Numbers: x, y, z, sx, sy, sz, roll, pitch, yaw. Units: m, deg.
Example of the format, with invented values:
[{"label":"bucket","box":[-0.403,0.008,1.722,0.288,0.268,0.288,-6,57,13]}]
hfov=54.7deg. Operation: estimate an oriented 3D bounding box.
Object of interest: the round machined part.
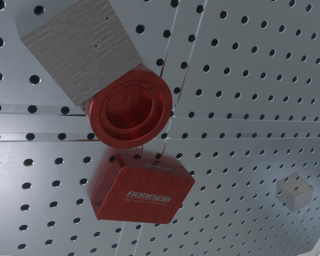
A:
[{"label":"round machined part","box":[-0.039,-0.028,0.362,0.099,0.042,0.097,-14,124,-21]}]

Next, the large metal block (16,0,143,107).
[{"label":"large metal block","box":[-0.077,-0.082,0.302,0.080,0.050,0.080,-36,129,-5]}]

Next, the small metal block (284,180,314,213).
[{"label":"small metal block","box":[0.298,0.147,0.664,0.050,0.025,0.050,-22,127,-15]}]

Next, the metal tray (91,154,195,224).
[{"label":"metal tray","box":[-0.022,0.094,0.454,0.131,0.030,0.089,17,110,-35]}]
